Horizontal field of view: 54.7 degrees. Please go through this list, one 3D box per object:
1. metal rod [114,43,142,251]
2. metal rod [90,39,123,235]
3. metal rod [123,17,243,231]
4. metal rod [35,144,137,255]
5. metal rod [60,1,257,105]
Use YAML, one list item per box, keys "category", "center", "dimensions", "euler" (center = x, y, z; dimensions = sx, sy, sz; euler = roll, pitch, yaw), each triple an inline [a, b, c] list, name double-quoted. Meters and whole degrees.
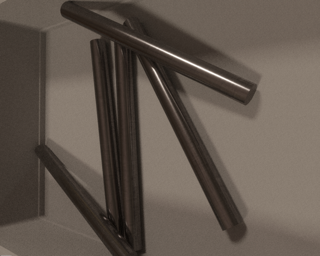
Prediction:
- category: "metal rod"
  center: [-0.046, 0.020, 0.442]
  dimensions: [0.025, 0.025, 0.298]
  euler: [-5, 87, 39]
- category: "metal rod"
  center: [-0.079, 0.013, 0.469]
  dimensions: [0.025, 0.025, 0.298]
  euler: [-11, 83, 39]
- category: "metal rod"
  center: [0.020, -0.020, 0.388]
  dimensions: [0.025, 0.025, 0.299]
  euler: [-38, 67, 33]
- category: "metal rod"
  center: [-0.133, 0.105, 0.491]
  dimensions: [0.300, 0.025, 0.025]
  euler: [34, 111, 41]
- category: "metal rod"
  center: [-0.020, -0.105, 0.392]
  dimensions: [0.300, 0.025, 0.025]
  euler: [31, 109, 26]
